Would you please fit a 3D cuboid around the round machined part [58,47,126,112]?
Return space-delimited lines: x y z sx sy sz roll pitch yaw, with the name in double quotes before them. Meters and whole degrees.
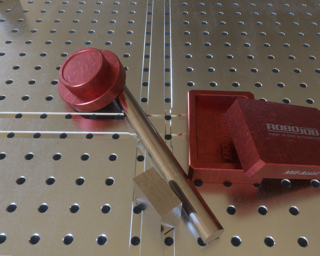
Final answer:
"round machined part" -0.102 -0.074 0.438 0.098 0.042 0.098 -9 59 15

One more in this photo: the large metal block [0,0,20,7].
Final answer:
"large metal block" -0.332 -0.301 0.620 0.050 0.080 0.080 -28 56 -22

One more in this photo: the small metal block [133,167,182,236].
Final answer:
"small metal block" -0.003 0.078 0.326 0.025 0.050 0.050 -28 56 -22

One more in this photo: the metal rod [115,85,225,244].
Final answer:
"metal rod" -0.015 0.009 0.399 0.025 0.025 0.300 -22 54 -18

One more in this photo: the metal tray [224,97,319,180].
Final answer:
"metal tray" 0.149 0.013 0.365 0.131 0.030 0.090 5 52 -21

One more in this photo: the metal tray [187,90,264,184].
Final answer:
"metal tray" 0.081 0.007 0.399 0.091 0.030 0.130 2 50 1
